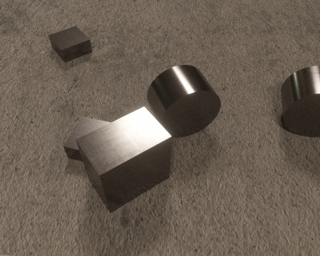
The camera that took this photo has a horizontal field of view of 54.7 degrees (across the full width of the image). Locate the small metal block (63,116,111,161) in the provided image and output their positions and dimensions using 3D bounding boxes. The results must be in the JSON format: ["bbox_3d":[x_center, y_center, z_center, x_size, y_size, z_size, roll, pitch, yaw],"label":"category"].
[{"bbox_3d":[-0.084,0.016,0.389,0.050,0.025,0.050,12,51,9],"label":"small metal block"}]

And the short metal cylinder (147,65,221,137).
[{"bbox_3d":[0.030,-0.033,0.396,0.081,0.080,0.050,-16,52,-14],"label":"short metal cylinder"}]

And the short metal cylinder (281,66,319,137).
[{"bbox_3d":[0.200,-0.033,0.398,0.080,0.080,0.050,8,51,6],"label":"short metal cylinder"}]

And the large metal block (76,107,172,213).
[{"bbox_3d":[-0.036,0.035,0.337,0.081,0.080,0.050,-28,56,-22],"label":"large metal block"}]

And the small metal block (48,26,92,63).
[{"bbox_3d":[-0.150,-0.142,0.520,0.050,0.025,0.050,-29,56,-23],"label":"small metal block"}]
